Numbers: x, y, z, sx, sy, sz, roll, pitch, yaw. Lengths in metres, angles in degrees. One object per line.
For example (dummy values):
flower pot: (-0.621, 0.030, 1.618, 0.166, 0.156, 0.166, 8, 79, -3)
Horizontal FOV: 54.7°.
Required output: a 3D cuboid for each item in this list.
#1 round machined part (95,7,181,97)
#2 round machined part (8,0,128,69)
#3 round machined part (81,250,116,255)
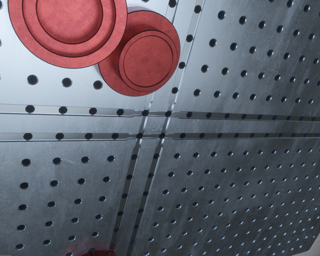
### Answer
round machined part: (-0.020, -0.079, 0.342, 0.099, 0.042, 0.097, -14, 125, -21)
round machined part: (-0.082, -0.107, 0.283, 0.099, 0.042, 0.097, -8, 116, -16)
round machined part: (-0.106, 0.248, 0.497, 0.099, 0.042, 0.097, -14, 124, -21)
